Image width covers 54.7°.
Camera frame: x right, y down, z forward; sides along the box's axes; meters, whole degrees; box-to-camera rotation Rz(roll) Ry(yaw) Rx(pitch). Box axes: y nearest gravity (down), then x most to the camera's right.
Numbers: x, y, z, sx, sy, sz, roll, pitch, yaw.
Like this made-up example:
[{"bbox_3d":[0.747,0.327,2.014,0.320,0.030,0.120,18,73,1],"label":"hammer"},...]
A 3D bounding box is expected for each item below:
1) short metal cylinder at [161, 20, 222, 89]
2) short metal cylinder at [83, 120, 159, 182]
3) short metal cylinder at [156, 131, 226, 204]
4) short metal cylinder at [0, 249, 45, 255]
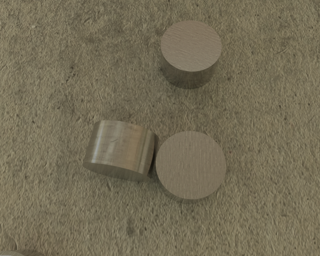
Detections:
[{"bbox_3d":[0.041,-0.101,0.432,0.081,0.050,0.080,0,70,0],"label":"short metal cylinder"},{"bbox_3d":[-0.045,0.029,0.368,0.080,0.080,0.050,10,71,4],"label":"short metal cylinder"},{"bbox_3d":[0.035,0.049,0.377,0.081,0.050,0.080,0,70,0],"label":"short metal cylinder"},{"bbox_3d":[-0.159,0.173,0.330,0.081,0.050,0.080,0,70,0],"label":"short metal cylinder"}]
